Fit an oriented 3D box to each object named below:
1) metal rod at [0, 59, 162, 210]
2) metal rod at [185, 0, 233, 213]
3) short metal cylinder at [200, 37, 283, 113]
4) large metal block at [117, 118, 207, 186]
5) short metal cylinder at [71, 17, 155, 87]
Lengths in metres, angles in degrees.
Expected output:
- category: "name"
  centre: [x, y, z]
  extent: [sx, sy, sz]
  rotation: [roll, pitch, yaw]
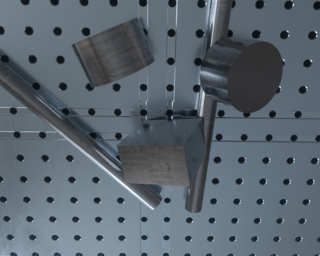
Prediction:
- category: "metal rod"
  centre: [-0.112, 0.011, 0.416]
  extent: [0.300, 0.025, 0.025]
  rotation: [43, 105, -14]
- category: "metal rod"
  centre: [0.061, -0.021, 0.405]
  extent: [0.025, 0.025, 0.298]
  rotation: [4, 110, -2]
- category: "short metal cylinder"
  centre: [0.094, -0.063, 0.361]
  extent: [0.081, 0.050, 0.079]
  rotation: [-12, 115, -26]
- category: "large metal block"
  centre: [0.006, 0.027, 0.381]
  extent: [0.080, 0.080, 0.050]
  rotation: [-1, 112, 23]
- category: "short metal cylinder"
  centre: [-0.052, -0.086, 0.352]
  extent: [0.080, 0.080, 0.050]
  rotation: [-21, 109, 7]
